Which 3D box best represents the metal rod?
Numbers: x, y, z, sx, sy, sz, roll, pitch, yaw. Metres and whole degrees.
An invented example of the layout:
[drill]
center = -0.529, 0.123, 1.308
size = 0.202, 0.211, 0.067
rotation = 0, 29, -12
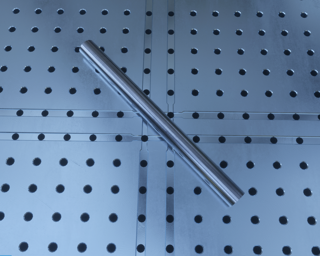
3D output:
[metal rod]
center = -0.006, -0.015, 0.418
size = 0.025, 0.025, 0.300
rotation = -41, 75, -13
